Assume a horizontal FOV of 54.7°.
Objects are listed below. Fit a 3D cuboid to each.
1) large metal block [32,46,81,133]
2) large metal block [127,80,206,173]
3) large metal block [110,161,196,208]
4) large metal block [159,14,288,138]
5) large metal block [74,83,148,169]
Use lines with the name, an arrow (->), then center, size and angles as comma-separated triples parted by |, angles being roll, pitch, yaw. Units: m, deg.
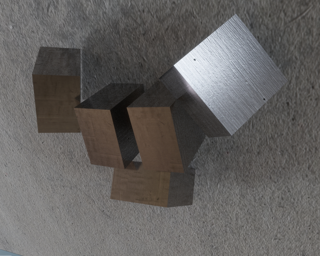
large metal block -> -0.128, -0.050, 0.396 | 0.050, 0.080, 0.079 | 0, 126, -14
large metal block -> 0.012, -0.005, 0.362 | 0.050, 0.080, 0.079 | 1, 119, 27
large metal block -> -0.007, 0.073, 0.412 | 0.080, 0.080, 0.050 | 1, 80, 27
large metal block -> 0.060, -0.047, 0.303 | 0.080, 0.080, 0.050 | 50, 166, -7
large metal block -> -0.054, -0.006, 0.396 | 0.050, 0.080, 0.079 | 5, 121, 25
